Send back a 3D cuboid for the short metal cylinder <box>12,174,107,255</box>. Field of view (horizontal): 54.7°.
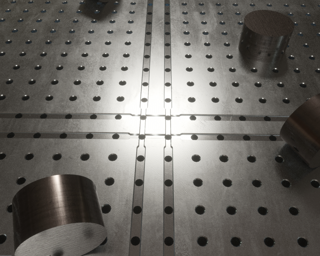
[{"bbox_3d":[-0.096,0.088,0.296,0.081,0.080,0.050,-15,52,-13],"label":"short metal cylinder"}]

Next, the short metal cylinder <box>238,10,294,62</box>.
[{"bbox_3d":[0.178,-0.157,0.525,0.081,0.050,0.080,0,50,0],"label":"short metal cylinder"}]

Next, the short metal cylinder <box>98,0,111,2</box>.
[{"bbox_3d":[-0.124,-0.302,0.624,0.050,0.080,0.080,29,56,22],"label":"short metal cylinder"}]

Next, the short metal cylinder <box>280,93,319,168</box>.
[{"bbox_3d":[0.194,0.003,0.372,0.081,0.080,0.050,-22,54,-18],"label":"short metal cylinder"}]
